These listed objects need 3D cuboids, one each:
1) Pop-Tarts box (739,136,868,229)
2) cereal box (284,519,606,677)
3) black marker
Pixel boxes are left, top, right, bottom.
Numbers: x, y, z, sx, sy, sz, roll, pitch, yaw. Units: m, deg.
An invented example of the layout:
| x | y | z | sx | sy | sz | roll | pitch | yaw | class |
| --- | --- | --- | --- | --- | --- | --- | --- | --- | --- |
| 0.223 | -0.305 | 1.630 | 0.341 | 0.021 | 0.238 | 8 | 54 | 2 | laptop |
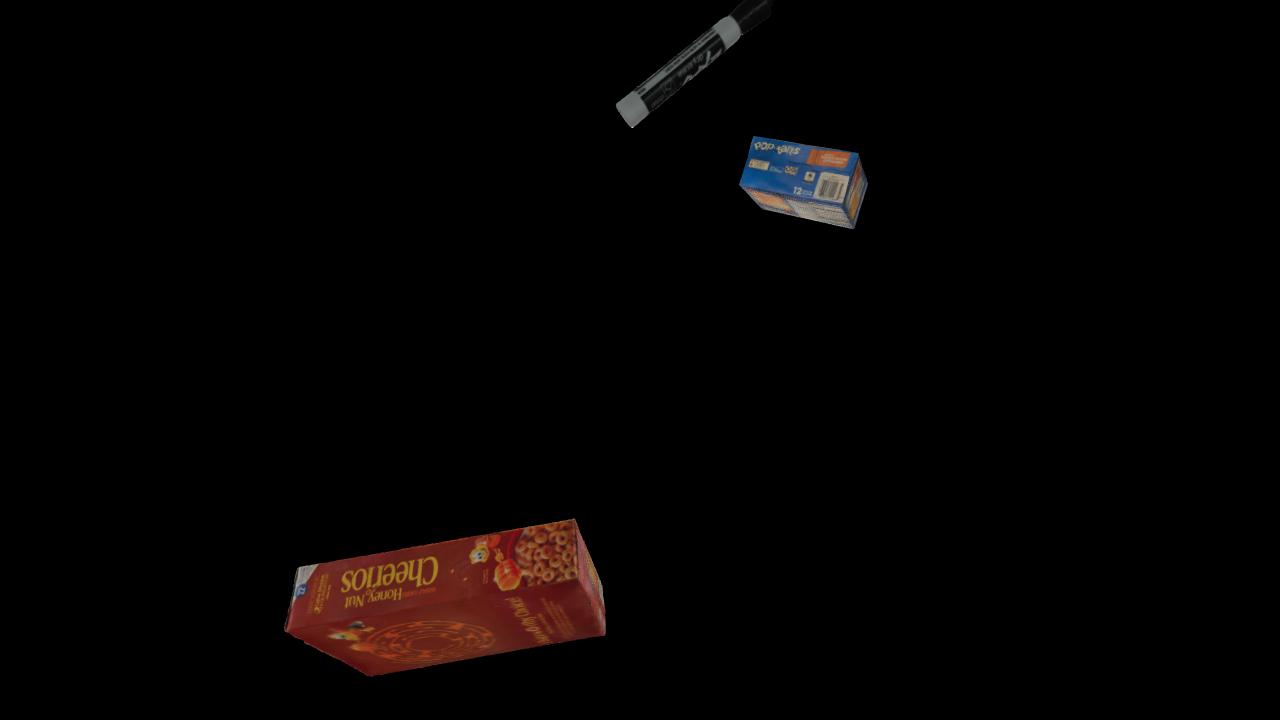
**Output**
| x | y | z | sx | sy | sz | roll | pitch | yaw | class |
| --- | --- | --- | --- | --- | --- | --- | --- | --- | --- |
| 0.264 | -0.282 | 0.984 | 0.167 | 0.083 | 0.141 | 21 | 5 | 26 | Pop-Tarts box |
| -0.204 | 0.280 | 0.710 | 0.306 | 0.081 | 0.203 | -9 | -40 | 0 | cereal box |
| 0.037 | -0.200 | 0.407 | 0.121 | 0.020 | 0.020 | -37 | -5 | 7 | black marker |
